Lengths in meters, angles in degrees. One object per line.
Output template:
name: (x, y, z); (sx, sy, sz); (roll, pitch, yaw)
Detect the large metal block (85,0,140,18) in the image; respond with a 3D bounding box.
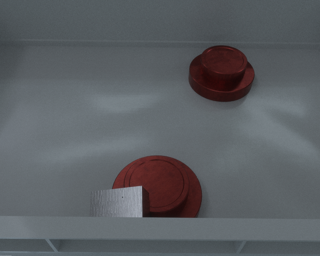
large metal block: (-0.098, -0.274, 0.621); (0.080, 0.050, 0.080); (-36, 59, -27)

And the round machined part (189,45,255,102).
round machined part: (0.094, -0.089, 0.470); (0.099, 0.042, 0.098); (0, 50, 0)

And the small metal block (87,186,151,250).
small metal block: (-0.037, 0.084, 0.288); (0.050, 0.025, 0.050); (-8, 62, 10)

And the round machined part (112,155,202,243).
round machined part: (-0.003, 0.069, 0.336); (0.099, 0.042, 0.098); (1, 50, 0)
